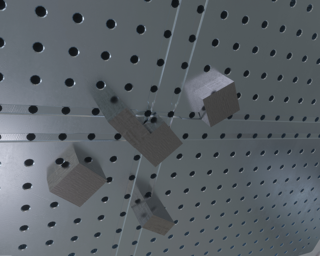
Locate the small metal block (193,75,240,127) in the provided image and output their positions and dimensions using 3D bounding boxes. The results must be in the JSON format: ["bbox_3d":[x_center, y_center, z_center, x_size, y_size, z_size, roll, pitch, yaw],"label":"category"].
[{"bbox_3d":[0.079,-0.037,0.431,0.050,0.025,0.050,-30,129,-9],"label":"small metal block"}]

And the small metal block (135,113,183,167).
[{"bbox_3d":[-0.005,0.017,0.418,0.050,0.025,0.050,-41,129,0],"label":"small metal block"}]

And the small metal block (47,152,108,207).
[{"bbox_3d":[-0.105,0.066,0.394,0.050,0.025,0.050,-44,129,2],"label":"small metal block"}]

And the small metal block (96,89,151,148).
[{"bbox_3d":[-0.043,-0.011,0.364,0.025,0.050,0.050,-41,129,0],"label":"small metal block"}]

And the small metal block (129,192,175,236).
[{"bbox_3d":[-0.012,0.129,0.468,0.025,0.050,0.050,-50,129,7],"label":"small metal block"}]
